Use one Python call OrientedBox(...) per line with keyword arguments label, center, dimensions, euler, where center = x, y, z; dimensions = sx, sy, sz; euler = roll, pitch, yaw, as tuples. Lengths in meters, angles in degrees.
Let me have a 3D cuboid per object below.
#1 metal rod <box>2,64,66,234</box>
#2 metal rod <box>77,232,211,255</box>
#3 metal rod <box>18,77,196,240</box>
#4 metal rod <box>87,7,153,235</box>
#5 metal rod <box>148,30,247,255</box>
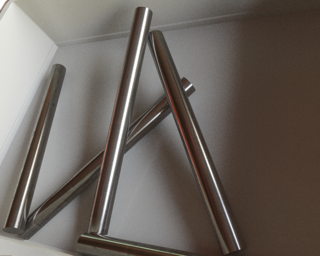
OrientedBox(label="metal rod", center=(-0.185, 0.010, 0.479), dimensions=(0.025, 0.025, 0.300), euler=(-16, 50, 19))
OrientedBox(label="metal rod", center=(0.050, 0.133, 0.288), dimensions=(0.301, 0.025, 0.025), euler=(1, 62, 25))
OrientedBox(label="metal rod", center=(-0.072, 0.040, 0.418), dimensions=(0.300, 0.025, 0.025), euler=(-42, 51, -1))
OrientedBox(label="metal rod", center=(-0.049, -0.019, 0.401), dimensions=(0.025, 0.025, 0.299), euler=(3, 76, 30))
OrientedBox(label="metal rod", center=(0.032, -0.006, 0.369), dimensions=(0.025, 0.025, 0.299), euler=(-25, 60, 13))
